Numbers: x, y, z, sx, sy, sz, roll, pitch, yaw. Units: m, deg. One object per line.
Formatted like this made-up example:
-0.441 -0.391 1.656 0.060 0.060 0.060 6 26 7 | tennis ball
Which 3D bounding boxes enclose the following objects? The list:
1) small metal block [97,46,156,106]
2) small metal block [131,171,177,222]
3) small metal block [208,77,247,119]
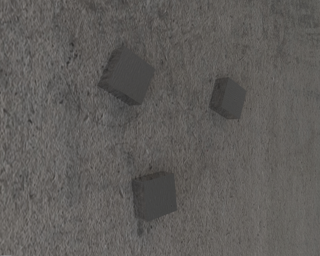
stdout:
-0.039 -0.061 0.371 0.050 0.025 0.050 32 70 -36 | small metal block
-0.007 0.086 0.399 0.050 0.025 0.050 -8 95 -40 | small metal block
0.109 -0.046 0.495 0.050 0.025 0.050 27 73 -37 | small metal block
